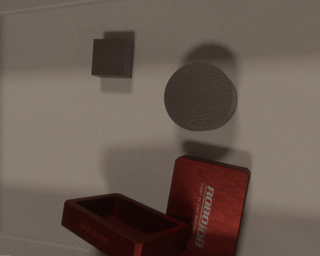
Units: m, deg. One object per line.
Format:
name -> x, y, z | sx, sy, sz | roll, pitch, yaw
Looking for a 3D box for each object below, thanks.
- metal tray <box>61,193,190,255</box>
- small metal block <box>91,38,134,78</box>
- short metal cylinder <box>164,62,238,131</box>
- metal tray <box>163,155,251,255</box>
metal tray -> -0.042, 0.116, 0.368 | 0.130, 0.091, 0.030 | 13, 95, 39
small metal block -> -0.066, -0.096, 0.433 | 0.050, 0.025, 0.050 | 5, 92, 19
short metal cylinder -> 0.051, -0.036, 0.379 | 0.080, 0.050, 0.079 | 0, 90, 19
metal tray -> 0.056, 0.106, 0.388 | 0.090, 0.030, 0.129 | 11, 94, 19
